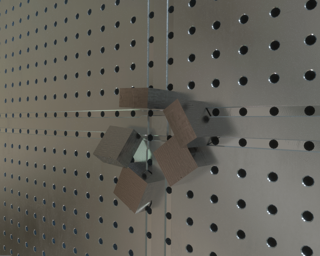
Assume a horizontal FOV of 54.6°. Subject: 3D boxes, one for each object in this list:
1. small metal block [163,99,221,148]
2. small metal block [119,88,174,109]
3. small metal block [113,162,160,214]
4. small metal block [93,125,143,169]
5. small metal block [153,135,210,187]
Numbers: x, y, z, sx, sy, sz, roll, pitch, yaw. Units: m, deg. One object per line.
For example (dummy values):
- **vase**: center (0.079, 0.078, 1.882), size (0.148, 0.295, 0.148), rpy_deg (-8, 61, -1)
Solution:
- **small metal block**: center (0.038, -0.005, 0.363), size (0.025, 0.050, 0.050), rpy_deg (-38, 67, 34)
- **small metal block**: center (-0.018, -0.038, 0.409), size (0.050, 0.050, 0.025), rpy_deg (5, 93, 40)
- **small metal block**: center (-0.034, 0.084, 0.439), size (0.050, 0.025, 0.050), rpy_deg (34, 111, 35)
- **small metal block**: center (-0.060, 0.026, 0.445), size (0.050, 0.025, 0.050), rpy_deg (7, 60, 40)
- **small metal block**: center (0.026, 0.039, 0.389), size (0.050, 0.025, 0.050), rpy_deg (-42, 65, 32)
